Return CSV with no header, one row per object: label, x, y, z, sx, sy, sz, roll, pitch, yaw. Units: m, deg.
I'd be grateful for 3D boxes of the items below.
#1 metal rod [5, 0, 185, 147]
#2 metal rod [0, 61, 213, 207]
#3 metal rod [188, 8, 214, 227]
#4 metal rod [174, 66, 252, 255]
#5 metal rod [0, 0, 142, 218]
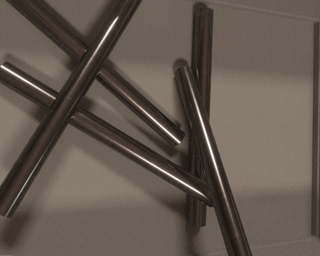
metal rod,-0.083,-0.080,0.380,0.300,0.025,0.025,42,77,-16
metal rod,-0.052,0.015,0.377,0.301,0.025,0.025,32,79,-12
metal rod,0.057,-0.015,0.432,0.025,0.025,0.298,2,89,-20
metal rod,0.067,0.057,0.371,0.025,0.025,0.299,-6,67,-20
metal rod,-0.092,-0.046,0.344,0.025,0.025,0.300,32,74,-18
